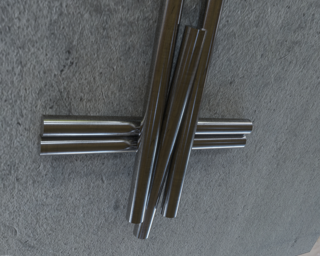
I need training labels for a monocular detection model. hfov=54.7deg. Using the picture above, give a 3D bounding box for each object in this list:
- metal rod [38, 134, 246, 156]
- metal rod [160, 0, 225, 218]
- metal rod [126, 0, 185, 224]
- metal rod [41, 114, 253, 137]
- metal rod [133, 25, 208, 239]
[{"bbox_3d":[-0.003,0.019,0.421,0.303,0.025,0.025,0,119,-29],"label":"metal rod"},{"bbox_3d":[0.038,-0.020,0.390,0.025,0.025,0.298,0,110,-29],"label":"metal rod"},{"bbox_3d":[-0.008,-0.020,0.366,0.025,0.025,0.298,0,110,-29],"label":"metal rod"},{"bbox_3d":[0.004,-0.002,0.411,0.303,0.025,0.025,0,119,-29],"label":"metal rod"},{"bbox_3d":[0.006,0.023,0.394,0.025,0.025,0.298,0,118,-29],"label":"metal rod"}]
